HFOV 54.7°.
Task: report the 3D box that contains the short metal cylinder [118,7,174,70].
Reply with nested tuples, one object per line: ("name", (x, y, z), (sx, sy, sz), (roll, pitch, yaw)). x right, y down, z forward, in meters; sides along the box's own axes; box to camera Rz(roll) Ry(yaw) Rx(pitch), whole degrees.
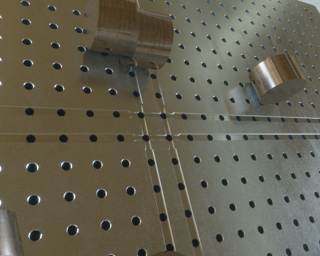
("short metal cylinder", (-0.023, -0.126, 0.439), (0.050, 0.080, 0.080), (3, 61, -28))

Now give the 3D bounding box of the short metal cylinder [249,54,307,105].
("short metal cylinder", (0.202, -0.082, 0.535), (0.081, 0.080, 0.050), (-3, 63, -30))

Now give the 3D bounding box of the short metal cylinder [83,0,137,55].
("short metal cylinder", (-0.071, -0.143, 0.423), (0.050, 0.080, 0.080), (3, 61, -28))

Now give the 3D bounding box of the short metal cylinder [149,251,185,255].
("short metal cylinder", (0.000, 0.163, 0.294), (0.081, 0.050, 0.080), (14, 56, -21))

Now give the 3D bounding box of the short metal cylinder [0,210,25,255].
("short metal cylinder", (-0.147, 0.100, 0.233), (0.081, 0.080, 0.050), (-9, 67, -32))
